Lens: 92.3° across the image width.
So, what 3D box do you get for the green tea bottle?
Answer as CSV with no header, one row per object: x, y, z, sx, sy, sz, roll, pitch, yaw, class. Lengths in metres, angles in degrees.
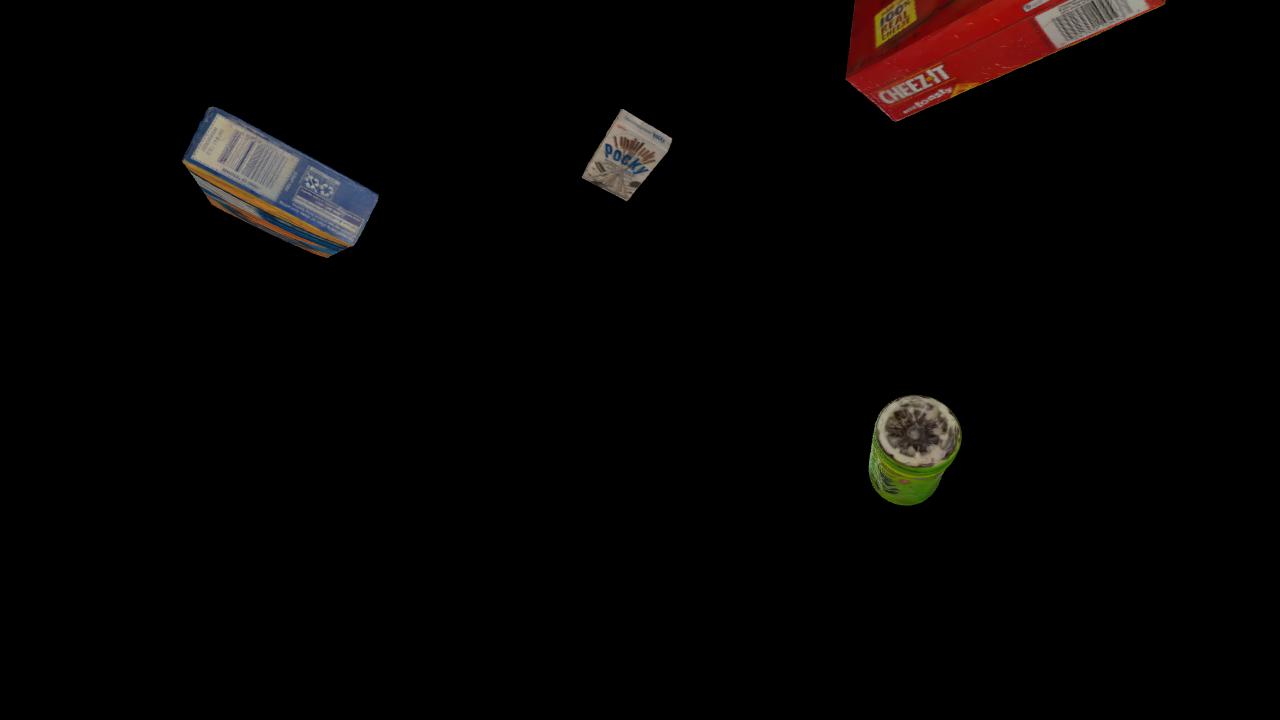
0.265,0.103,0.609,0.073,0.073,0.212,0,-26,20,green tea bottle

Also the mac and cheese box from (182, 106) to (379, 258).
-0.242,-0.109,0.418,0.093,0.041,0.184,26,-8,-30,mac and cheese box

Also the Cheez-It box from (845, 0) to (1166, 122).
0.236,-0.299,0.412,0.071,0.223,0.166,21,-17,-33,Cheez-It box

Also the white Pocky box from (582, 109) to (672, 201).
-0.022,-0.295,0.901,0.084,0.028,0.154,25,-22,-16,white Pocky box
